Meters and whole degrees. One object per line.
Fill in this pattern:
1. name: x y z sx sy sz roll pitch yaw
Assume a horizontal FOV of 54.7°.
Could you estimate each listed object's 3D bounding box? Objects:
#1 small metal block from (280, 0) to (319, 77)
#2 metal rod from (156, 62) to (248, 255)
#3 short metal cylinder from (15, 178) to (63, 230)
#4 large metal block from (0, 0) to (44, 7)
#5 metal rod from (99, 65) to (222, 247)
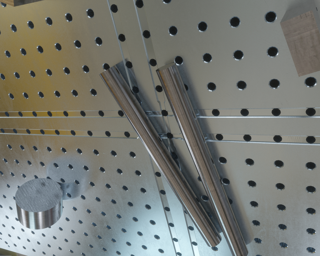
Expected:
1. small metal block: 0.131 -0.080 0.276 0.025 0.050 0.050 -16 110 34
2. metal rod: 0.063 0.057 0.412 0.025 0.025 0.299 -11 113 32
3. short metal cylinder: -0.224 0.140 0.577 0.080 0.080 0.050 23 127 14
4. large metal block: -0.189 -0.201 0.368 0.080 0.050 0.079 23 127 14
5. metal rod: 0.008 0.048 0.435 0.025 0.025 0.299 -21 108 35
